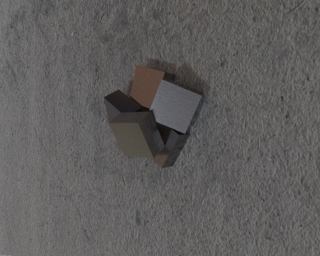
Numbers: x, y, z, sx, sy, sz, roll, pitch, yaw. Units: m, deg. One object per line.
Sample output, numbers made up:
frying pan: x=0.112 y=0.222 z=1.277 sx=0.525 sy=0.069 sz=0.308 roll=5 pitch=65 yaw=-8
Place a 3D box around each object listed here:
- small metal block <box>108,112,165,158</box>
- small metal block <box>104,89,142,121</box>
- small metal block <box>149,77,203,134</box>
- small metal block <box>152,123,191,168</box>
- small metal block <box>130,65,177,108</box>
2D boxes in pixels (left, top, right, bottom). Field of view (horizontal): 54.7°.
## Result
small metal block: x=-0.028 y=0.008 z=0.381 sx=0.050 sy=0.025 sz=0.050 roll=0 pitch=123 yaw=39
small metal block: x=-0.050 y=-0.017 z=0.430 sx=0.050 sy=0.025 sz=0.050 roll=40 pitch=150 yaw=31
small metal block: x=0.018 y=-0.028 z=0.375 sx=0.050 sy=0.025 sz=0.050 roll=23 pitch=107 yaw=2
small metal block: x=0.004 y=0.016 z=0.402 sx=0.050 sy=0.025 sz=0.050 roll=40 pitch=114 yaw=32
small metal block: x=-0.010 y=-0.053 z=0.414 sx=0.050 sy=0.025 sz=0.050 roll=22 pitch=104 yaw=37
